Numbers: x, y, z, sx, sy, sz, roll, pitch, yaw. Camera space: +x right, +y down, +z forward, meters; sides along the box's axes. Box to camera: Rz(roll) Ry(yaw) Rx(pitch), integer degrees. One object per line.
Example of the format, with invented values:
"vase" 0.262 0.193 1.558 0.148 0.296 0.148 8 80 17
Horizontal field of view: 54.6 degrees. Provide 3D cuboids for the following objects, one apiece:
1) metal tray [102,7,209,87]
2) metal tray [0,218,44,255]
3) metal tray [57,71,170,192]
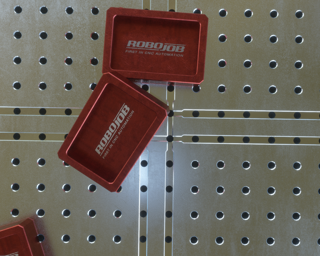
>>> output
"metal tray" -0.006 -0.106 0.410 0.131 0.030 0.090 4 90 0
"metal tray" -0.224 0.184 0.409 0.131 0.030 0.090 -18 90 0
"metal tray" -0.059 0.005 0.394 0.090 0.030 0.129 34 105 0
